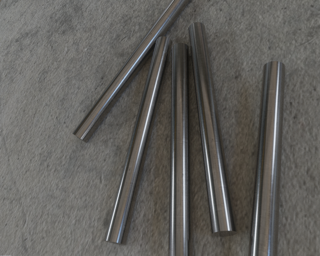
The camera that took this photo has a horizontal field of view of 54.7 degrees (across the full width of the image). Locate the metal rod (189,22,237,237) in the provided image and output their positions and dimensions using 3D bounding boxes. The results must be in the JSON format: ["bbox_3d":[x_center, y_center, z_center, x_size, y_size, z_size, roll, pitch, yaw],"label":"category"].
[{"bbox_3d":[0.059,-0.022,0.385,0.025,0.025,0.299,-15,56,19],"label":"metal rod"}]

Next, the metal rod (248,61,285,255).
[{"bbox_3d":[0.107,0.059,0.311,0.025,0.025,0.300,-1,61,27],"label":"metal rod"}]

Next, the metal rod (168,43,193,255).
[{"bbox_3d":[0.025,0.012,0.382,0.025,0.025,0.299,-11,57,22],"label":"metal rod"}]

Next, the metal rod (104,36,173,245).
[{"bbox_3d":[-0.022,-0.002,0.414,0.025,0.025,0.300,-2,61,27],"label":"metal rod"}]

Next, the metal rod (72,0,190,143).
[{"bbox_3d":[-0.036,-0.106,0.486,0.025,0.025,0.300,25,75,36],"label":"metal rod"}]
